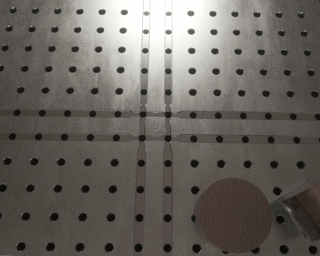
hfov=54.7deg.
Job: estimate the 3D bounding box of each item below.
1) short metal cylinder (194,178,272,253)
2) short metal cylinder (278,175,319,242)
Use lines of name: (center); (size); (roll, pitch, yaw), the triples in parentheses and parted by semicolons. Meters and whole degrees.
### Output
short metal cylinder: (0.082, 0.102, 0.362); (0.081, 0.050, 0.080); (0, 70, 0)
short metal cylinder: (0.186, 0.086, 0.354); (0.080, 0.080, 0.050); (-28, 73, -10)
